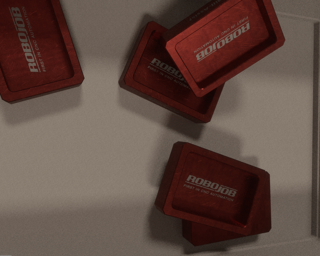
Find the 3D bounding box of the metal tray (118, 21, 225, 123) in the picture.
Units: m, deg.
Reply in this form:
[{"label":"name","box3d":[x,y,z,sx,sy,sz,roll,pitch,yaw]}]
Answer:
[{"label":"metal tray","box3d":[0.022,-0.071,0.416,0.131,0.030,0.090,24,82,-19]}]

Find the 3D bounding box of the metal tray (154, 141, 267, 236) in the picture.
[{"label":"metal tray","box3d":[0.068,0.079,0.401,0.131,0.030,0.090,20,83,-19]}]

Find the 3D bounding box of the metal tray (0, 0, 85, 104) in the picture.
[{"label":"metal tray","box3d":[-0.150,-0.101,0.352,0.091,0.030,0.129,-19,97,-19]}]

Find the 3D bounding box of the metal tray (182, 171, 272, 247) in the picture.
[{"label":"metal tray","box3d":[0.097,0.111,0.445,0.131,0.030,0.089,-2,91,-21]}]

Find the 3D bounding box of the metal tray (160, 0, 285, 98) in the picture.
[{"label":"metal tray","box3d":[0.078,-0.108,0.382,0.130,0.030,0.090,-33,124,7]}]
